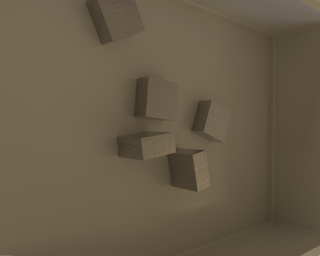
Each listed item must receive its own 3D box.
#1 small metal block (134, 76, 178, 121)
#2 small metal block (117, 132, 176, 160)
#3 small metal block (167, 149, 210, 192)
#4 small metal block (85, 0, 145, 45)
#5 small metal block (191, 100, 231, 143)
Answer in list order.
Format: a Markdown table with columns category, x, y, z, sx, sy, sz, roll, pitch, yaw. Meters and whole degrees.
| category | x | y | z | sx | sy | sz | roll | pitch | yaw |
| --- | --- | --- | --- | --- | --- | --- | --- | --- | --- |
| small metal block | -0.004 | -0.037 | 0.405 | 0.050 | 0.025 | 0.050 | 7 | 86 | -40 |
| small metal block | -0.017 | 0.020 | 0.378 | 0.050 | 0.050 | 0.025 | -10 | 97 | -40 |
| small metal block | 0.039 | 0.056 | 0.425 | 0.025 | 0.050 | 0.050 | -15 | 100 | -39 |
| small metal block | -0.052 | -0.131 | 0.365 | 0.050 | 0.025 | 0.050 | -32 | 110 | -36 |
| small metal block | 0.080 | -0.010 | 0.476 | 0.050 | 0.025 | 0.050 | 26 | 73 | -37 |
